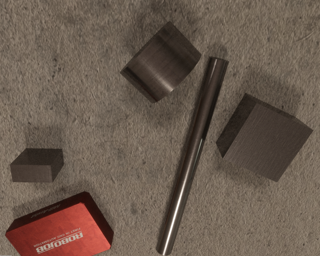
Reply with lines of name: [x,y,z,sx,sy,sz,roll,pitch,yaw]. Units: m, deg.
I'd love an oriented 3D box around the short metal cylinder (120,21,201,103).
short metal cylinder: [0.000,-0.074,0.353,0.080,0.080,0.050,-43,105,14]

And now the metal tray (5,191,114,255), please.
metal tray: [-0.147,0.159,0.464,0.130,0.030,0.090,-23,109,8]

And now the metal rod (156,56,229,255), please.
metal rod: [0.039,0.052,0.429,0.025,0.025,0.298,12,110,-5]

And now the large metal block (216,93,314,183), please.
large metal block: [0.132,0.012,0.403,0.080,0.050,0.080,24,108,-9]

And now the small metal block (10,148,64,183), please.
small metal block: [-0.162,0.049,0.412,0.050,0.050,0.025,1,110,-1]
